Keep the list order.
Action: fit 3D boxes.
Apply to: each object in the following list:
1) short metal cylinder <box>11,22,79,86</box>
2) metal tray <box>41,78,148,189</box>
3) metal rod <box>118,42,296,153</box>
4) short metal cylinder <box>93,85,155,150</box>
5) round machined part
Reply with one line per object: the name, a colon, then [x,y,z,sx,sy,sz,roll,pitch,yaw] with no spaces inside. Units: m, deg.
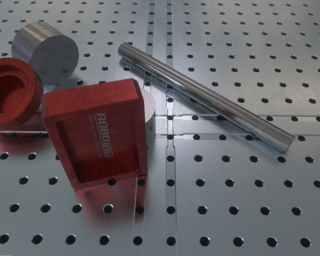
short metal cylinder: [-0.170,-0.111,0.464,0.050,0.080,0.080,36,59,26]
metal tray: [-0.062,0.012,0.329,0.091,0.129,0.030,-12,51,-10]
metal rod: [0.051,-0.055,0.453,0.300,0.025,0.025,34,58,25]
short metal cylinder: [-0.046,-0.012,0.401,0.080,0.050,0.080,0,50,0]
round machined part: [-0.203,-0.042,0.416,0.099,0.042,0.098,-2,71,6]
